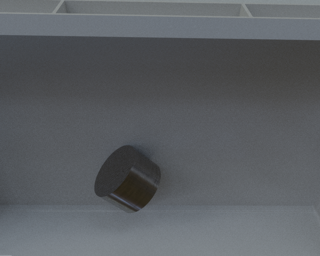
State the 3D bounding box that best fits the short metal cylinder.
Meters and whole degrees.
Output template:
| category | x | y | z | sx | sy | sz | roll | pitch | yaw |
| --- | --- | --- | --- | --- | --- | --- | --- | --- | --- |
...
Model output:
| category | x | y | z | sx | sy | sz | roll | pitch | yaw |
| --- | --- | --- | --- | --- | --- | --- | --- | --- | --- |
| short metal cylinder | -0.046 | 0.071 | 0.433 | 0.080 | 0.080 | 0.050 | -35 | 122 | 26 |
